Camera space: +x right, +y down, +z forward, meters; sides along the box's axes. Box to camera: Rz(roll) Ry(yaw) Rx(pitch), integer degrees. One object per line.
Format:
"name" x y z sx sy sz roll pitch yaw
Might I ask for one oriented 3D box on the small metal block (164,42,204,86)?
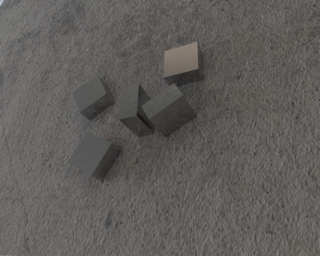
"small metal block" 0.034 -0.090 0.441 0.050 0.025 0.050 -11 57 22

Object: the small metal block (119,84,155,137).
"small metal block" -0.029 -0.023 0.417 0.025 0.050 0.050 -12 57 22

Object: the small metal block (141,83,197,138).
"small metal block" 0.013 -0.021 0.394 0.050 0.050 0.025 -35 51 5

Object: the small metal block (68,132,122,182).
"small metal block" -0.090 0.039 0.427 0.050 0.025 0.050 20 72 35

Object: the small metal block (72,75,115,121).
"small metal block" -0.105 -0.048 0.489 0.050 0.025 0.050 -34 51 5
